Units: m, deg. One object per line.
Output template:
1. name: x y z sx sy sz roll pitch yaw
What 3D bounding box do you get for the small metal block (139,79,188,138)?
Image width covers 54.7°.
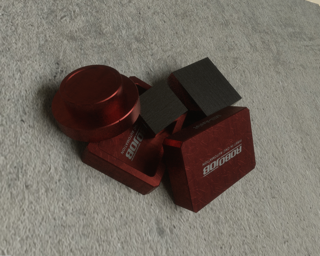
1. small metal block: -0.002 -0.024 0.390 0.050 0.025 0.050 -38 85 -11

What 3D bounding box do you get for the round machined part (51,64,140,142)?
1. round machined part: -0.073 -0.035 0.349 0.099 0.042 0.098 -2 48 3

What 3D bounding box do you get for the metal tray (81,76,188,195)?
1. metal tray: -0.026 0.005 0.384 0.090 0.030 0.130 31 52 -9

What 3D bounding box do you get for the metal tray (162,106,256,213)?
1. metal tray: 0.067 0.034 0.388 0.131 0.030 0.089 -25 112 -36

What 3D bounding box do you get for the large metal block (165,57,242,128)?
1. large metal block: 0.057 -0.047 0.449 0.081 0.050 0.080 -30 79 -38
